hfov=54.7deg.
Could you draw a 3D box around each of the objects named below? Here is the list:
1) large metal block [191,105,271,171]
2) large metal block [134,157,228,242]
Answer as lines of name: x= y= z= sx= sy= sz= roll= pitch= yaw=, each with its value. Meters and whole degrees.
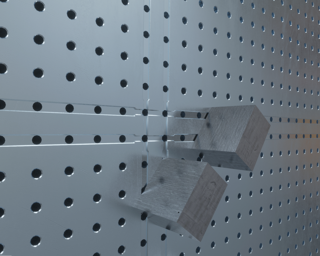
large metal block: x=0.106 y=0.014 z=0.465 sx=0.050 sy=0.080 sz=0.080 roll=44 pitch=64 yaw=-32
large metal block: x=0.027 y=0.087 z=0.398 sx=0.050 sy=0.080 sz=0.080 roll=47 pitch=62 yaw=-30
